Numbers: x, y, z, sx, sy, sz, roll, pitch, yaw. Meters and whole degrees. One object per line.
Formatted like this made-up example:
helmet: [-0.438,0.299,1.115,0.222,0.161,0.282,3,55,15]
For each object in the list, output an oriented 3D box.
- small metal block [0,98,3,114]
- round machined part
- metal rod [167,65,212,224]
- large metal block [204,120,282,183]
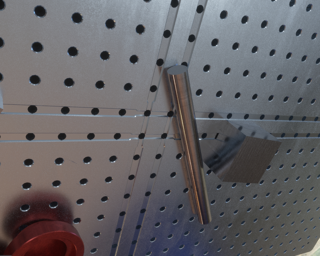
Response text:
small metal block: [-0.190,-0.015,0.298,0.050,0.025,0.050,31,101,-38]
round machined part: [-0.155,0.163,0.411,0.099,0.042,0.097,-16,122,-27]
metal rod: [0.051,0.046,0.466,0.025,0.025,0.298,-24,127,-14]
large metal block: [0.130,0.039,0.490,0.081,0.050,0.079,9,114,-32]
